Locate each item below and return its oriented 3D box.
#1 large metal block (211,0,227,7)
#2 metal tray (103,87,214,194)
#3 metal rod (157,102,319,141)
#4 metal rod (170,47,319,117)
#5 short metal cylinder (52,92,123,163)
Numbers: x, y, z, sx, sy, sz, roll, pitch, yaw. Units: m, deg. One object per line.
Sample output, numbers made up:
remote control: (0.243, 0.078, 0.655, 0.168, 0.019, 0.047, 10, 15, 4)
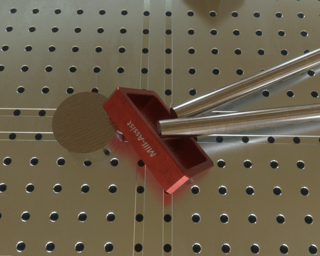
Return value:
large metal block: (0.097, -0.256, 0.493, 0.080, 0.050, 0.080, -41, 75, -14)
metal tray: (0.001, 0.009, 0.373, 0.030, 0.090, 0.130, -45, 73, 22)
metal rod: (0.146, -0.014, 0.395, 0.302, 0.025, 0.025, -7, 70, -12)
metal rod: (0.154, -0.071, 0.425, 0.302, 0.025, 0.025, -23, 72, -14)
short metal cylinder: (-0.090, 0.000, 0.397, 0.081, 0.050, 0.080, 0, 70, 0)
